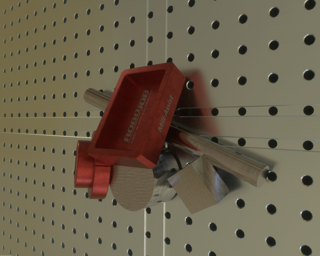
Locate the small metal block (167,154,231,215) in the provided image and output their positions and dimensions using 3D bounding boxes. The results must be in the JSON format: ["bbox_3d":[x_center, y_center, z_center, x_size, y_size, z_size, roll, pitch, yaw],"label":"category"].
[{"bbox_3d":[0.043,0.065,0.354,0.050,0.025,0.050,55,140,7],"label":"small metal block"}]

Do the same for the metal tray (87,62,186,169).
[{"bbox_3d":[-0.028,-0.017,0.386,0.090,0.030,0.130,0,61,39],"label":"metal tray"}]

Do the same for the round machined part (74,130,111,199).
[{"bbox_3d":[-0.099,0.052,0.444,0.098,0.042,0.097,-175,89,-73],"label":"round machined part"}]

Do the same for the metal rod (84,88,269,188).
[{"bbox_3d":[-0.003,-0.001,0.407,0.300,0.025,0.025,25,106,37],"label":"metal rod"}]

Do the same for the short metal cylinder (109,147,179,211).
[{"bbox_3d":[-0.021,0.063,0.406,0.080,0.050,0.079,0,90,40],"label":"short metal cylinder"}]
